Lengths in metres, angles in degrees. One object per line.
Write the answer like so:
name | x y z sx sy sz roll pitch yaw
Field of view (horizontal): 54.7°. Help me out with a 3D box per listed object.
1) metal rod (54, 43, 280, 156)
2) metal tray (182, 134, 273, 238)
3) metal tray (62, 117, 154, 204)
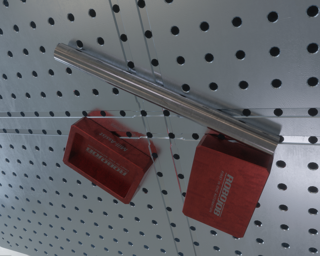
metal rod | -0.002 -0.041 0.386 0.301 0.025 0.025 25 127 12
metal tray | 0.085 0.080 0.413 0.090 0.030 0.129 19 126 16
metal tray | -0.084 0.052 0.484 0.130 0.030 0.089 32 129 7
